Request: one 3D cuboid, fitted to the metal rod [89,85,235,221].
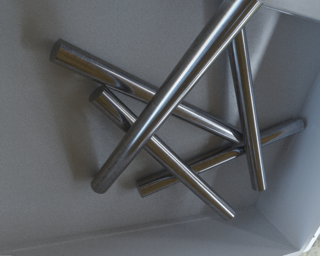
[{"bbox_3d":[0.020,0.050,0.426,0.025,0.025,0.300,-44,122,2],"label":"metal rod"}]

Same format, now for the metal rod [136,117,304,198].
[{"bbox_3d":[0.106,0.042,0.494,0.302,0.025,0.025,-20,126,-17],"label":"metal rod"}]

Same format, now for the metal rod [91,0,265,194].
[{"bbox_3d":[-0.007,-0.011,0.322,0.025,0.025,0.298,8,139,-33],"label":"metal rod"}]

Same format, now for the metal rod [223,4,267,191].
[{"bbox_3d":[0.125,-0.025,0.442,0.025,0.025,0.298,-26,121,-13],"label":"metal rod"}]

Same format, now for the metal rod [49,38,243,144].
[{"bbox_3d":[0.009,-0.032,0.395,0.302,0.025,0.025,22,107,-37],"label":"metal rod"}]
